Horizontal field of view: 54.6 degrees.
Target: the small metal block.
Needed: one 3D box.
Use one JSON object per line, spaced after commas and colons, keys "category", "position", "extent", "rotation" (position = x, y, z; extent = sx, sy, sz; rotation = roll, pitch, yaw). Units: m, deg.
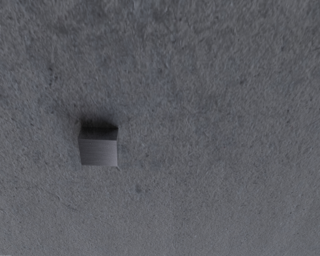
{"category": "small metal block", "position": [-0.083, 0.026, 0.428], "extent": [0.050, 0.025, 0.050], "rotation": [3, 130, -3]}
